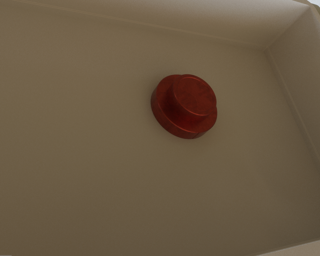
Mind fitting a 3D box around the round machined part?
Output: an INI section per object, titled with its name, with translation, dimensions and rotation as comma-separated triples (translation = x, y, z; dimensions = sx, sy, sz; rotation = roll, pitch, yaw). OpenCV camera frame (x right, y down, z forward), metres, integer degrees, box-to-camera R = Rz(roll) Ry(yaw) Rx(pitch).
[round machined part]
translation = 0.040, -0.037, 0.438
dimensions = 0.099, 0.042, 0.098
rotation = 13, 56, -21
